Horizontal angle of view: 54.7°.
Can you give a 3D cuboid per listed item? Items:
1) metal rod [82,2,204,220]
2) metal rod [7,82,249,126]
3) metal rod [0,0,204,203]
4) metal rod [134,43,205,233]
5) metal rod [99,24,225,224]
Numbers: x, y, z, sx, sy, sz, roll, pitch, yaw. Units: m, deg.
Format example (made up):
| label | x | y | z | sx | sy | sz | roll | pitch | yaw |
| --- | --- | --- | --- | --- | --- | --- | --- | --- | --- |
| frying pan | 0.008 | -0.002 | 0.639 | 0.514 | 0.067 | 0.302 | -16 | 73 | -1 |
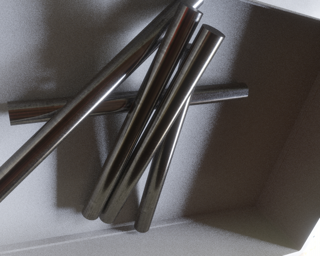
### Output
| label | x | y | z | sx | sy | sz | roll | pitch | yaw |
| --- | --- | --- | --- | --- | --- | --- | --- | --- | --- |
| metal rod | -0.033 | 0.002 | 0.364 | 0.025 | 0.025 | 0.298 | 9 | 123 | -33 |
| metal rod | -0.018 | -0.034 | 0.379 | 0.303 | 0.025 | 0.025 | -8 | 122 | -25 |
| metal rod | -0.065 | -0.039 | 0.323 | 0.300 | 0.025 | 0.025 | -46 | 130 | -7 |
| metal rod | 0.005 | 0.035 | 0.412 | 0.025 | 0.025 | 0.298 | -4 | 127 | -27 |
| metal rod | -0.012 | 0.018 | 0.372 | 0.025 | 0.025 | 0.298 | 8 | 128 | -32 |
